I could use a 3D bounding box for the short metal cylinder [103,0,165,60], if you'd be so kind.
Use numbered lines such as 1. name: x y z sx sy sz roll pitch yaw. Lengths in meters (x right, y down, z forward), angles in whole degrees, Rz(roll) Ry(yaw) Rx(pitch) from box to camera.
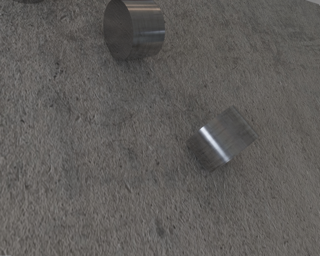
1. short metal cylinder: -0.037 -0.137 0.432 0.050 0.080 0.080 -16 70 -34

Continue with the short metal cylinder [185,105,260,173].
1. short metal cylinder: 0.080 0.015 0.403 0.081 0.080 0.050 -31 79 -38

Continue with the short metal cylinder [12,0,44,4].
1. short metal cylinder: -0.187 -0.217 0.420 0.081 0.050 0.080 14 56 -21
